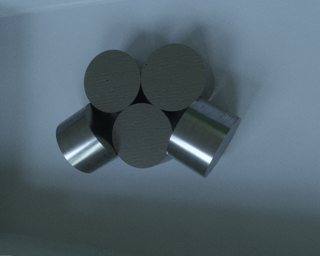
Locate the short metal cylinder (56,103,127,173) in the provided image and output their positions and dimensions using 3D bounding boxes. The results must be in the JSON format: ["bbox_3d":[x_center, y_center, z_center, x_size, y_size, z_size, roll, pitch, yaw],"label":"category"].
[{"bbox_3d":[-0.089,0.013,0.411,0.050,0.080,0.080,-32,80,17],"label":"short metal cylinder"}]

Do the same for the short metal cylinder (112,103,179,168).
[{"bbox_3d":[-0.014,0.009,0.400,0.080,0.050,0.080,0,90,20],"label":"short metal cylinder"}]

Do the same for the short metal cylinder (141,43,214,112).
[{"bbox_3d":[0.023,-0.060,0.387,0.080,0.050,0.080,0,90,20],"label":"short metal cylinder"}]

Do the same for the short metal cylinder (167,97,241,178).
[{"bbox_3d":[0.051,0.011,0.361,0.050,0.080,0.080,31,100,17],"label":"short metal cylinder"}]

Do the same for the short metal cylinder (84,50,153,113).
[{"bbox_3d":[-0.053,-0.059,0.414,0.080,0.050,0.080,0,90,20],"label":"short metal cylinder"}]
